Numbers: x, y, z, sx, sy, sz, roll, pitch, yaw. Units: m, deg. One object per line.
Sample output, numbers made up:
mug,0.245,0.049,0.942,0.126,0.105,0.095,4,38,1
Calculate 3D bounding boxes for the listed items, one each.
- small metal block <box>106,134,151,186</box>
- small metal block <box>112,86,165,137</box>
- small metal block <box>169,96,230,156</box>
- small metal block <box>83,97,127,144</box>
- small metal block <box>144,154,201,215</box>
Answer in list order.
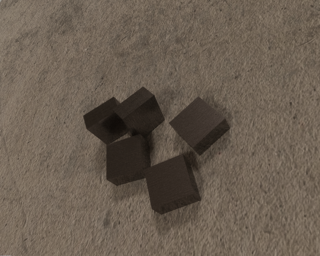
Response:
small metal block,-0.041,0.041,0.398,0.050,0.025,0.050,-18,55,17
small metal block,-0.027,-0.017,0.406,0.050,0.050,0.025,-39,50,-12
small metal block,0.048,-0.003,0.380,0.050,0.025,0.050,-42,51,-1
small metal block,-0.068,-0.009,0.427,0.050,0.050,0.025,-31,52,8
small metal block,0.014,0.065,0.356,0.050,0.025,0.050,-24,53,13
